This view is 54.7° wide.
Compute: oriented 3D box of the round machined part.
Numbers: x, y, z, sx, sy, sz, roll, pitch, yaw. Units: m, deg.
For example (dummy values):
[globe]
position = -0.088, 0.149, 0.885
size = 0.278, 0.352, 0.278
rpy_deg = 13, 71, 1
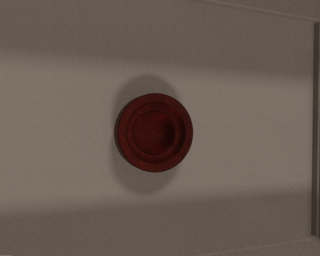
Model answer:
[round machined part]
position = -0.011, 0.006, 0.399
size = 0.099, 0.042, 0.097
rpy_deg = 0, 90, -21
